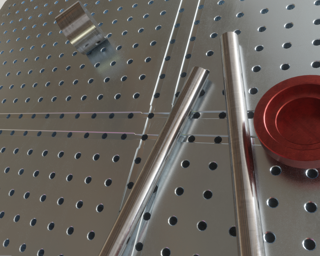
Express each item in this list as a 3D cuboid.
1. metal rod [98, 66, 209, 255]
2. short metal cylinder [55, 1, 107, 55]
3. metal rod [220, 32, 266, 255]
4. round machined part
[{"bbox_3d":[-0.009,0.051,0.381,0.025,0.025,0.300,15,69,34],"label":"metal rod"},{"bbox_3d":[-0.141,-0.179,0.557,0.050,0.080,0.080,-34,51,6],"label":"short metal cylinder"},{"bbox_3d":[0.091,0.003,0.358,0.025,0.025,0.299,-11,57,22],"label":"metal rod"},{"bbox_3d":[0.151,-0.003,0.320,0.098,0.042,0.098,-13,56,21],"label":"round machined part"}]
